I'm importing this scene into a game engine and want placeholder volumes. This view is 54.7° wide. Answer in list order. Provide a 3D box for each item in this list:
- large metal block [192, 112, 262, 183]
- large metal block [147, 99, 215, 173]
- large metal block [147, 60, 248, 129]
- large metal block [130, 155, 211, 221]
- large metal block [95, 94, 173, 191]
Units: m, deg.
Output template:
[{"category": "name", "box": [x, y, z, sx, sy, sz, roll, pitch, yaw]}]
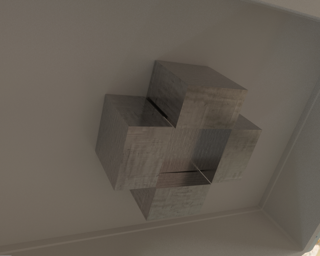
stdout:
[{"category": "large metal block", "box": [0.081, 0.018, 0.427, 0.050, 0.080, 0.079, 1, 118, -29]}, {"category": "large metal block", "box": [0.019, 0.010, 0.406, 0.081, 0.050, 0.079, 1, 118, -29]}, {"category": "large metal block", "box": [0.041, -0.040, 0.368, 0.081, 0.080, 0.050, 1, 118, -29]}, {"category": "large metal block", "box": [0.008, 0.074, 0.421, 0.081, 0.080, 0.050, 2, 118, -29]}, {"category": "large metal block", "box": [-0.035, 0.014, 0.362, 0.050, 0.080, 0.079, 1, 118, -29]}]
